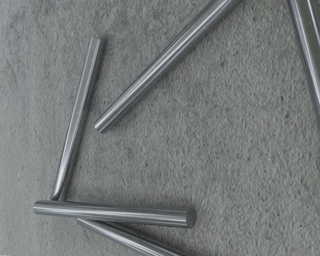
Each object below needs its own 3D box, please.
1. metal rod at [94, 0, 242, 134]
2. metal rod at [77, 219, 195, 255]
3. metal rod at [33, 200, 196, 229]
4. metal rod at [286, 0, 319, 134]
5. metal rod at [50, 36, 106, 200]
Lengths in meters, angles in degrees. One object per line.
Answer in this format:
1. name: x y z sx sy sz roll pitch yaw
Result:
1. metal rod: 0.006 -0.084 0.397 0.299 0.025 0.025 -41 66 32
2. metal rod: -0.009 0.161 0.410 0.300 0.025 0.025 7 94 39
3. metal rod: -0.086 0.123 0.456 0.300 0.025 0.025 -7 86 34
4. metal rod: 0.149 -0.037 0.281 0.025 0.025 0.298 -17 80 38
5. metal rod: -0.140 -0.001 0.517 0.025 0.025 0.298 29 108 36
